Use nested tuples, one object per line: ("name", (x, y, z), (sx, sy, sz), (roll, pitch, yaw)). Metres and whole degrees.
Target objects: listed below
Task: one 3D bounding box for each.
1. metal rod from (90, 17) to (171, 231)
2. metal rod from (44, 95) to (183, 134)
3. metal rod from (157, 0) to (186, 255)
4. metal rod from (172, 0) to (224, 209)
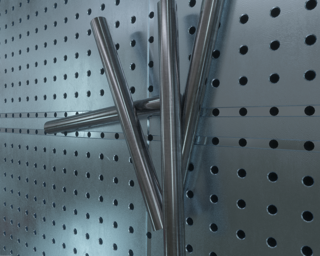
("metal rod", (-0.043, -0.017, 0.411), (0.025, 0.025, 0.299), (-30, 71, 36))
("metal rod", (-0.092, -0.018, 0.486), (0.300, 0.025, 0.025), (-8, 85, 39))
("metal rod", (0.013, -0.005, 0.366), (0.025, 0.025, 0.299), (-7, 81, 40))
("metal rod", (0.037, -0.019, 0.379), (0.025, 0.025, 0.298), (18, 101, 38))
